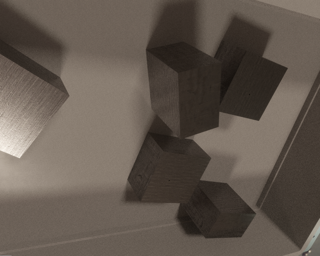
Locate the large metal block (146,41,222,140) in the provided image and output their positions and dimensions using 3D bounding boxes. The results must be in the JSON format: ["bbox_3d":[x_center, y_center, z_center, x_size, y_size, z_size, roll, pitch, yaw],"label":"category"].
[{"bbox_3d":[0.026,-0.046,0.360,0.050,0.080,0.079,-18,126,-19],"label":"large metal block"}]

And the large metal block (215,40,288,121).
[{"bbox_3d":[0.109,-0.062,0.416,0.081,0.050,0.079,10,113,-33],"label":"large metal block"}]

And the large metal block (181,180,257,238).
[{"bbox_3d":[0.094,0.132,0.509,0.081,0.080,0.050,12,112,-34],"label":"large metal block"}]

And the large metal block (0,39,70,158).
[{"bbox_3d":[-0.148,-0.030,0.293,0.080,0.050,0.080,-50,129,7],"label":"large metal block"}]

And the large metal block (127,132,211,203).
[{"bbox_3d":[0.012,0.058,0.437,0.081,0.050,0.079,11,113,-33],"label":"large metal block"}]
